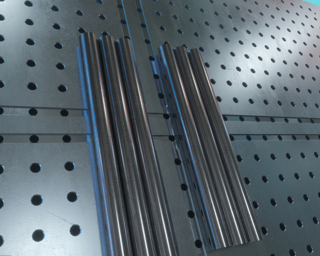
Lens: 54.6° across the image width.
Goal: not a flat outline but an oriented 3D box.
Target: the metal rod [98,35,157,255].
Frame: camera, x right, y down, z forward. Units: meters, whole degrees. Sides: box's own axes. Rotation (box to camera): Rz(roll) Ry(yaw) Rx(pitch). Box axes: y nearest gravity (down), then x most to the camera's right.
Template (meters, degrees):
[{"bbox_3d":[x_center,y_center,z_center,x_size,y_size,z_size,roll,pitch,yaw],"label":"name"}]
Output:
[{"bbox_3d":[-0.045,0.009,0.377,0.025,0.025,0.299,1,61,-28],"label":"metal rod"}]

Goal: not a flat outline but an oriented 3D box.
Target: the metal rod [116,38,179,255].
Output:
[{"bbox_3d":[-0.023,0.009,0.389,0.025,0.025,0.299,1,61,-28],"label":"metal rod"}]

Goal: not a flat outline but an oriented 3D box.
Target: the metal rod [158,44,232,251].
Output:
[{"bbox_3d":[0.040,0.008,0.423,0.025,0.025,0.299,1,61,-28],"label":"metal rod"}]

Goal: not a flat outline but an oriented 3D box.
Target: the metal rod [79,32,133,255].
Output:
[{"bbox_3d":[-0.068,0.008,0.366,0.025,0.025,0.299,1,61,-28],"label":"metal rod"}]

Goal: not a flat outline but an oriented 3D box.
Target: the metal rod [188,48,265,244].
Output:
[{"bbox_3d":[0.086,0.009,0.447,0.025,0.025,0.299,1,61,-28],"label":"metal rod"}]

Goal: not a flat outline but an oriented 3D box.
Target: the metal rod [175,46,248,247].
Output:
[{"bbox_3d":[0.062,0.009,0.435,0.025,0.025,0.299,1,61,-28],"label":"metal rod"}]
